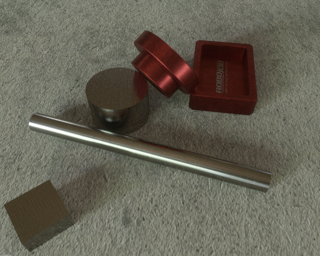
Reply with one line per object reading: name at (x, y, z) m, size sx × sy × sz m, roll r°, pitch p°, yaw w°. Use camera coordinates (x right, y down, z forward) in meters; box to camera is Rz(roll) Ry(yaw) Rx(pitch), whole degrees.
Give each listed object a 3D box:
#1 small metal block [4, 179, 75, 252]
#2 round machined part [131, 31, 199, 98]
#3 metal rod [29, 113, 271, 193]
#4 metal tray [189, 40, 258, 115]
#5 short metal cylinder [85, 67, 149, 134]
small metal block at (-0.126, 0.091, 0.326) m, size 0.050 × 0.025 × 0.050 m, roll -30°, pitch 56°, yaw -23°
round machined part at (0.001, -0.076, 0.405) m, size 0.042 × 0.098 × 0.098 m, roll -47°, pitch 60°, yaw 1°
metal rod at (-0.021, 0.027, 0.380) m, size 0.301 × 0.025 × 0.025 m, roll 14°, pitch 51°, yaw 11°
metal tray at (0.094, -0.080, 0.467) m, size 0.090 × 0.030 × 0.130 m, roll 6°, pitch 50°, yaw 5°
short metal cylinder at (-0.055, -0.037, 0.417) m, size 0.080 × 0.050 × 0.080 m, roll 0°, pitch 50°, yaw 0°
